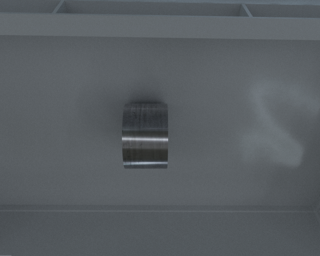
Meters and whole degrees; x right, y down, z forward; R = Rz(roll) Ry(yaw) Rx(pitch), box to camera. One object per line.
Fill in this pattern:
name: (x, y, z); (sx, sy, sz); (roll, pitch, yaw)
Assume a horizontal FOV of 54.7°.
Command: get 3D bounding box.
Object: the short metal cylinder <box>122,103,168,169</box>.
short metal cylinder: (-0.017, 0.010, 0.378); (0.050, 0.080, 0.079); (0, 130, -1)
